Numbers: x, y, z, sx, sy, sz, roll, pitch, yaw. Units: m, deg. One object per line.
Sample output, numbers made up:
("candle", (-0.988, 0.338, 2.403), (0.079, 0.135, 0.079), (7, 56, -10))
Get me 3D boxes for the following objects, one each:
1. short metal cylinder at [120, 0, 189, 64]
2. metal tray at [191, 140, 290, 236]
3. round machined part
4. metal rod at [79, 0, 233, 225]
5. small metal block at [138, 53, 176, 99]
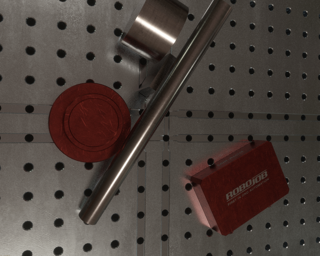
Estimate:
("short metal cylinder", (-0.008, -0.127, 0.381), (0.050, 0.080, 0.080), (27, 81, -18))
("metal tray", (0.120, 0.084, 0.456), (0.131, 0.030, 0.090), (-27, 99, -18))
("round machined part", (-0.082, -0.006, 0.374), (0.099, 0.042, 0.097), (0, 90, -21))
("metal rod", (-0.009, -0.014, 0.365), (0.025, 0.025, 0.299), (30, 97, -18))
("small metal block", (0.001, -0.064, 0.401), (0.025, 0.050, 0.050), (34, 79, -17))
